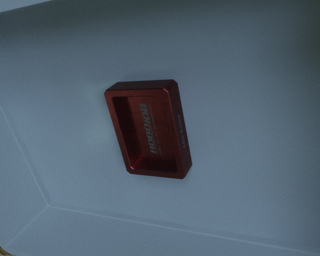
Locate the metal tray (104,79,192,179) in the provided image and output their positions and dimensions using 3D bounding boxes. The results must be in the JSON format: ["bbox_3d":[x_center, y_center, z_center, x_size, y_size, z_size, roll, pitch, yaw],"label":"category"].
[{"bbox_3d":[-0.013,0.003,0.409,0.090,0.030,0.129,1,119,26],"label":"metal tray"}]
